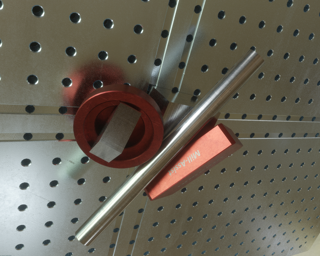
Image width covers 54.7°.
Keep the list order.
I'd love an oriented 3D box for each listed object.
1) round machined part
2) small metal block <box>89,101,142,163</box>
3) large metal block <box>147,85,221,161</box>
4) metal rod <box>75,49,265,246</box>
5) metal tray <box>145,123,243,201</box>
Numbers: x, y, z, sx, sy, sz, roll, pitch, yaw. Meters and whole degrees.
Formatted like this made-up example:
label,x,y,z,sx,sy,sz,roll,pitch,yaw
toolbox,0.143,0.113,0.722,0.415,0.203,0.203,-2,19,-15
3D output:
label,x,y,z,sx,sy,sz,roll,pitch,yaw
round machined part,-0.045,-0.005,0.357,0.099,0.042,0.097,0,118,0
small metal block,-0.049,0.006,0.337,0.025,0.050,0.050,31,63,-13
large metal block,0.019,-0.002,0.405,0.081,0.050,0.079,9,114,-33
metal rod,0.009,0.026,0.369,0.300,0.025,0.025,-47,130,4
metal tray,0.046,0.047,0.421,0.130,0.030,0.090,-37,163,13
